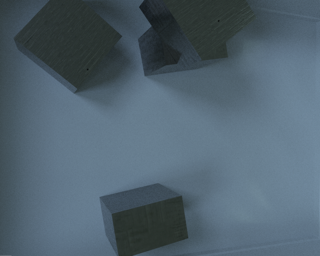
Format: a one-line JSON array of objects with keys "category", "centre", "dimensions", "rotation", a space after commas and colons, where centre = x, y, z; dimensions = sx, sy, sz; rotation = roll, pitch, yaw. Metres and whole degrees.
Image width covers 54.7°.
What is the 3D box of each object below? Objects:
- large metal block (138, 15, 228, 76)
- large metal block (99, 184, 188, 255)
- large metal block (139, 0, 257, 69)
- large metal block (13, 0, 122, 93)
[{"category": "large metal block", "centre": [0.026, -0.101, 0.390], "dimensions": [0.081, 0.080, 0.050], "rotation": [-11, 94, -20]}, {"category": "large metal block", "centre": [-0.023, 0.107, 0.373], "dimensions": [0.081, 0.080, 0.050], "rotation": [-10, 94, -20]}, {"category": "large metal block", "centre": [0.039, -0.122, 0.326], "dimensions": [0.080, 0.050, 0.080], "rotation": [-39, 102, -16]}, {"category": "large metal block", "centre": [-0.105, -0.099, 0.358], "dimensions": [0.080, 0.050, 0.080], "rotation": [40, 77, -16]}]
